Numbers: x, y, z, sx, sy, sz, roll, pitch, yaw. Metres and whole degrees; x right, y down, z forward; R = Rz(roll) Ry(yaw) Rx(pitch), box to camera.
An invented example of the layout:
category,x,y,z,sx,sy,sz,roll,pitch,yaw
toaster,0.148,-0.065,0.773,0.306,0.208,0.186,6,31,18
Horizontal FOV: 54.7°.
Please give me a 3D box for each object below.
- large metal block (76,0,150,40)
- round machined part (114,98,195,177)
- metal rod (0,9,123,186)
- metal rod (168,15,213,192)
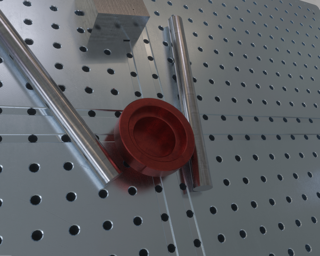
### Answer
category,x,y,z,sx,sy,sz,roll,pitch,yaw
large metal block,-0.073,-0.181,0.463,0.081,0.050,0.080,-9,66,-32
round machined part,-0.010,0.015,0.383,0.099,0.042,0.098,14,56,-21
metal rod,-0.144,-0.059,0.366,0.025,0.025,0.300,-32,80,-38
metal rod,0.040,-0.054,0.462,0.025,0.025,0.299,8,58,-24
